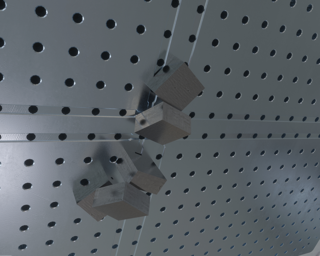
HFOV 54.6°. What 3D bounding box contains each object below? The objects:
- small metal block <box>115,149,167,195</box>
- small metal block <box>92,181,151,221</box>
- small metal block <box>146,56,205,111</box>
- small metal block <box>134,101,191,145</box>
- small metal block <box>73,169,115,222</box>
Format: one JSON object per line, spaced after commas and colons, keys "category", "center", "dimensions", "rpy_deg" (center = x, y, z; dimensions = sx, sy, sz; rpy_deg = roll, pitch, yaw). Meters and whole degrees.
{"category": "small metal block", "center": [-0.026, 0.059, 0.416], "dimensions": [0.050, 0.050, 0.025], "rpy_deg": [25, 105, -37]}
{"category": "small metal block", "center": [-0.048, 0.094, 0.394], "dimensions": [0.050, 0.025, 0.050], "rpy_deg": [-19, 137, 30]}
{"category": "small metal block", "center": [0.020, -0.052, 0.389], "dimensions": [0.050, 0.025, 0.050], "rpy_deg": [-45, 129, 3]}
{"category": "small metal block", "center": [0.004, -0.004, 0.393], "dimensions": [0.050, 0.025, 0.050], "rpy_deg": [26, 144, -37]}
{"category": "small metal block", "center": [-0.081, 0.093, 0.424], "dimensions": [0.050, 0.025, 0.050], "rpy_deg": [-36, 129, -4]}
